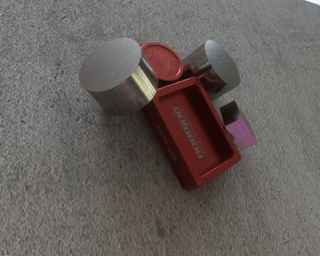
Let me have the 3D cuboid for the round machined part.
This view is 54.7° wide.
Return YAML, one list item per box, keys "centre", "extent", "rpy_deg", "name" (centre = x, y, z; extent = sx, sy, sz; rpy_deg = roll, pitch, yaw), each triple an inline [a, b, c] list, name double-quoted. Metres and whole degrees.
- centre: [-0.006, -0.083, 0.443]
  extent: [0.099, 0.042, 0.098]
  rpy_deg: [14, 56, -21]
  name: "round machined part"

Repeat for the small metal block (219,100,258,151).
- centre: [0.112, -0.004, 0.445]
  extent: [0.050, 0.025, 0.050]
  rpy_deg: [51, 21, -27]
  name: "small metal block"

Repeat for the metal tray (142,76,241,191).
- centre: [0.041, 0.004, 0.407]
  extent: [0.091, 0.030, 0.130]
  rpy_deg: [-24, 84, -37]
  name: "metal tray"

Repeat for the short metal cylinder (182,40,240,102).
- centre: [0.076, -0.084, 0.468]
  extent: [0.080, 0.050, 0.080]
  rpy_deg: [27, 47, -33]
  name: "short metal cylinder"

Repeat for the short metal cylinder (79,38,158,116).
- centre: [-0.049, -0.061, 0.373]
  extent: [0.050, 0.080, 0.080]
  rpy_deg: [54, 32, -51]
  name: "short metal cylinder"
